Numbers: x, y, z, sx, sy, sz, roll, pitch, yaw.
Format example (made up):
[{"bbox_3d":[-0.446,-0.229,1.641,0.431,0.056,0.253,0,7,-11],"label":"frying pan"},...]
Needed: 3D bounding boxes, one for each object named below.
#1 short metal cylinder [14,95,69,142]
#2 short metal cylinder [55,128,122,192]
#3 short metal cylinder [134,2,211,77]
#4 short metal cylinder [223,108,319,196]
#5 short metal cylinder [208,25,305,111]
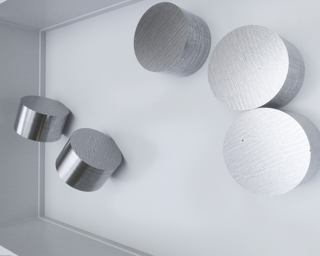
[{"bbox_3d":[-0.204,-0.017,0.536,0.080,0.081,0.050,35,112,34],"label":"short metal cylinder"},{"bbox_3d":[-0.104,0.046,0.454,0.050,0.081,0.080,-52,60,27],"label":"short metal cylinder"},{"bbox_3d":[0.015,-0.105,0.377,0.080,0.050,0.079,0,90,39],"label":"short metal cylinder"},{"bbox_3d":[0.109,0.021,0.300,0.080,0.050,0.079,0,90,39],"label":"short metal cylinder"},{"bbox_3d":[0.096,-0.057,0.311,0.080,0.050,0.079,0,90,39],"label":"short metal cylinder"}]
